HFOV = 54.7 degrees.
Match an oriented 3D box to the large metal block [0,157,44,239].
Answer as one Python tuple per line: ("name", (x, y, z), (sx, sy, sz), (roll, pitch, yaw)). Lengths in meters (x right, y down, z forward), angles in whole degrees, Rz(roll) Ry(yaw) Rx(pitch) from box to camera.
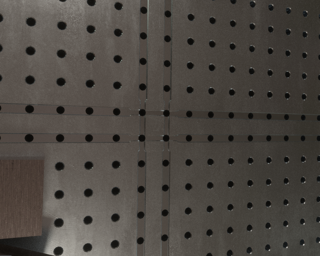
("large metal block", (-0.170, 0.072, 0.336), (0.081, 0.050, 0.080), (2, 88, -21))

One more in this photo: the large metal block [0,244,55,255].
("large metal block", (-0.166, 0.169, 0.320), (0.080, 0.050, 0.080), (23, 115, -19))
